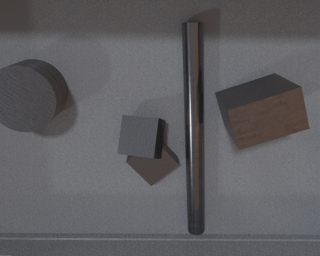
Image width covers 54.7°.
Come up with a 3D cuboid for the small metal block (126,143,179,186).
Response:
[{"bbox_3d":[-0.010,0.043,0.427,0.050,0.025,0.050,-40,106,13],"label":"small metal block"}]

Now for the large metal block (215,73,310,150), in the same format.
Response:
[{"bbox_3d":[0.119,-0.023,0.375,0.080,0.080,0.050,-18,109,6],"label":"large metal block"}]

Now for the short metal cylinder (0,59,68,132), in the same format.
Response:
[{"bbox_3d":[-0.161,-0.041,0.381,0.081,0.050,0.079,0,110,-1],"label":"short metal cylinder"}]

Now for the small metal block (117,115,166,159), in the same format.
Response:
[{"bbox_3d":[-0.023,0.012,0.396,0.050,0.025,0.050,5,85,22],"label":"small metal block"}]

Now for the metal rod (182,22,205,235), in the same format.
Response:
[{"bbox_3d":[0.047,0.014,0.417,0.025,0.025,0.298,-3,110,1],"label":"metal rod"}]
